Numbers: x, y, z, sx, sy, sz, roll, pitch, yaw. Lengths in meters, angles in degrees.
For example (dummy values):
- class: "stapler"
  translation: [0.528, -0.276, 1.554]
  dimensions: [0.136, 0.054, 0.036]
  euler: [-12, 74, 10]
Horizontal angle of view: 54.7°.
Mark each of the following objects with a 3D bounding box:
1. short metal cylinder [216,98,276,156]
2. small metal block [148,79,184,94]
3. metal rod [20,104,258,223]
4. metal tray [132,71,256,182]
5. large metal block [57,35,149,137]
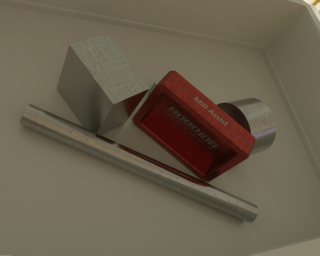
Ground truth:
- class: "short metal cylinder"
  translation: [0.111, 0.001, 0.430]
  dimensions: [0.050, 0.080, 0.080]
  euler: [-13, 69, -33]
- class: "small metal block"
  translation: [0.019, -0.044, 0.441]
  dimensions: [0.050, 0.025, 0.050]
  euler: [-22, 74, -36]
- class: "metal rod"
  translation: [-0.013, 0.048, 0.369]
  dimensions: [0.301, 0.025, 0.025]
  euler: [26, 53, -13]
- class: "metal tray"
  translation: [0.038, 0.002, 0.382]
  dimensions: [0.130, 0.090, 0.030]
  euler: [40, 50, -2]
- class: "large metal block"
  translation: [-0.070, -0.046, 0.360]
  dimensions: [0.050, 0.080, 0.080]
  euler: [-30, 79, -38]
